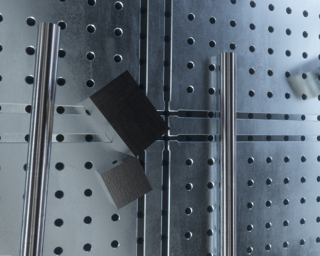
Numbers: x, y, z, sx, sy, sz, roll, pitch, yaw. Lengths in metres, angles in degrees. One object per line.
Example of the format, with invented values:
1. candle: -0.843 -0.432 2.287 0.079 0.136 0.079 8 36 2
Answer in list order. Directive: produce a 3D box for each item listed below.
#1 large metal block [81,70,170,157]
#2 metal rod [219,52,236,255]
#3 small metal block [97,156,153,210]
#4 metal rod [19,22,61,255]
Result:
1. large metal block: -0.044 -0.016 0.368 0.050 0.080 0.080 -40 103 -16
2. metal rod: 0.098 0.042 0.450 0.025 0.025 0.298 0 90 -20
3. small metal block: -0.045 0.068 0.397 0.050 0.025 0.050 -27 99 -18
4. metal rod: -0.141 0.029 0.360 0.025 0.025 0.298 5 89 -20
